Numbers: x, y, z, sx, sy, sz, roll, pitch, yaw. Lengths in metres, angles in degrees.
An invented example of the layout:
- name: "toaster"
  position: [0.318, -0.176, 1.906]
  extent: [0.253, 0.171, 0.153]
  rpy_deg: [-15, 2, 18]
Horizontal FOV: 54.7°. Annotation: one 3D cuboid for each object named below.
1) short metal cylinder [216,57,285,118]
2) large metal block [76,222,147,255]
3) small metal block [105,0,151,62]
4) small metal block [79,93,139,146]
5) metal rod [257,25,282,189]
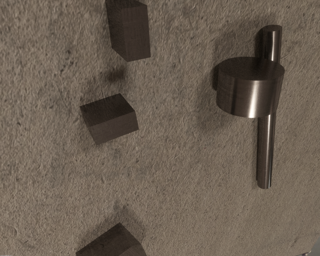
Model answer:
- name: "short metal cylinder"
  position: [0.115, -0.055, 0.402]
  extent: [0.081, 0.080, 0.050]
  rpy_deg: [-15, 125, -20]
- name: "large metal block"
  position: [-0.070, 0.207, 0.482]
  extent: [0.080, 0.050, 0.080]
  rpy_deg: [-34, 129, -6]
- name: "small metal block"
  position: [-0.032, -0.100, 0.312]
  extent: [0.025, 0.050, 0.050]
  rpy_deg: [-17, 125, -19]
- name: "small metal block"
  position: [-0.058, -0.012, 0.353]
  extent: [0.050, 0.050, 0.025]
  rpy_deg: [-21, 127, -16]
- name: "metal rod"
  position: [0.172, -0.013, 0.495]
  extent: [0.025, 0.025, 0.298]
  rpy_deg: [-23, 127, -15]
